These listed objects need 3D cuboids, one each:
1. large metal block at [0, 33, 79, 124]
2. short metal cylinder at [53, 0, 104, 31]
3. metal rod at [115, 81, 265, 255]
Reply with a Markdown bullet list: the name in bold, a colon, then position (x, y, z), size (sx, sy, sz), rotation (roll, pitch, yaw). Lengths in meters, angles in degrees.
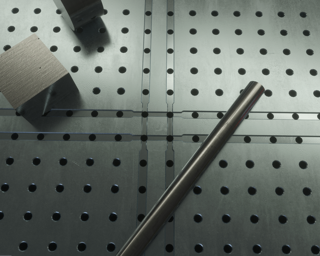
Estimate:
- **large metal block**: position (-0.173, -0.067, 0.422), size (0.080, 0.050, 0.080), rotation (-39, 75, -13)
- **short metal cylinder**: position (-0.125, -0.191, 0.451), size (0.050, 0.080, 0.080), rotation (-33, 74, -11)
- **metal rod**: position (0.042, 0.054, 0.392), size (0.025, 0.025, 0.300), rotation (37, 74, 12)
